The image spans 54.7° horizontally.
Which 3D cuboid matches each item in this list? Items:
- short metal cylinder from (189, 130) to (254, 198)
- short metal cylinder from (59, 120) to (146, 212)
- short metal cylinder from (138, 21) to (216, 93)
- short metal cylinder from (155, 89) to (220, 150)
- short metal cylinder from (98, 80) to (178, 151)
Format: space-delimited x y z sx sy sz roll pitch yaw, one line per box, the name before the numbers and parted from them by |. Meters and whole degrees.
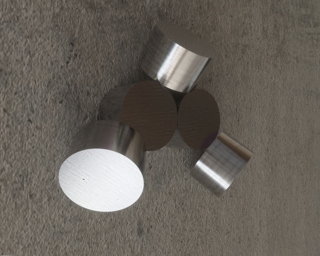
short metal cylinder | 0.085 0.050 0.434 0.050 0.080 0.080 38 58 12
short metal cylinder | -0.055 0.039 0.316 0.080 0.080 0.050 54 19 -27
short metal cylinder | 0.021 -0.088 0.380 0.081 0.080 0.050 2 131 -40
short metal cylinder | 0.036 -0.011 0.420 0.081 0.050 0.080 0 90 -40
short metal cylinder | -0.026 -0.014 0.368 0.081 0.050 0.080 0 90 -40
